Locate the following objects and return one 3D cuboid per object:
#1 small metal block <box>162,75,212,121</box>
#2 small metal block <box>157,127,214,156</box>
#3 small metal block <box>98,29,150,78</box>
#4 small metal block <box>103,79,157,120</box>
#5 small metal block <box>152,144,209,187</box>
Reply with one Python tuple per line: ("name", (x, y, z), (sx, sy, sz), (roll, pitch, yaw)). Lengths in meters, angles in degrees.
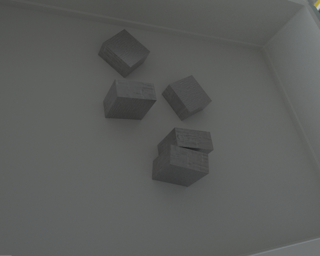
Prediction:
("small metal block", (0.040, -0.045, 0.456), (0.050, 0.025, 0.050), (-28, 77, -37))
("small metal block", (0.031, 0.025, 0.393), (0.050, 0.050, 0.025), (7, 59, -25))
("small metal block", (-0.051, -0.108, 0.445), (0.050, 0.025, 0.050), (41, 51, 0))
("small metal block", (-0.039, -0.034, 0.391), (0.050, 0.050, 0.025), (3, 61, -27))
("small metal block", (0.024, 0.047, 0.375), (0.050, 0.050, 0.025), (16, 56, -20))
